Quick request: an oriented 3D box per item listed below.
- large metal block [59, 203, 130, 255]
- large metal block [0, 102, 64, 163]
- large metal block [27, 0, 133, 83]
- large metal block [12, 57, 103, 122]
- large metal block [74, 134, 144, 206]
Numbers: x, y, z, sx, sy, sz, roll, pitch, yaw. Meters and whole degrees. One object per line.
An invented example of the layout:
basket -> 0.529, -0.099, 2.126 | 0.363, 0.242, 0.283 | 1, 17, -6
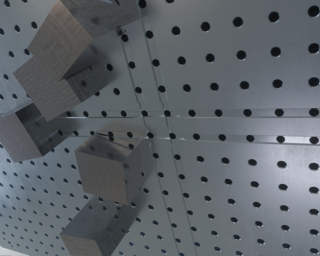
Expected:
large metal block -> -0.113, 0.182, 0.549 | 0.080, 0.080, 0.050 | -3, 117, 29
large metal block -> -0.223, 0.006, 0.518 | 0.080, 0.050, 0.080 | -13, 112, 33
large metal block -> -0.091, -0.108, 0.358 | 0.050, 0.080, 0.080 | 50, 129, -7
large metal block -> -0.141, -0.065, 0.430 | 0.080, 0.050, 0.080 | -21, 107, 36
large metal block -> -0.075, 0.062, 0.474 | 0.080, 0.050, 0.080 | 11, 123, 22
